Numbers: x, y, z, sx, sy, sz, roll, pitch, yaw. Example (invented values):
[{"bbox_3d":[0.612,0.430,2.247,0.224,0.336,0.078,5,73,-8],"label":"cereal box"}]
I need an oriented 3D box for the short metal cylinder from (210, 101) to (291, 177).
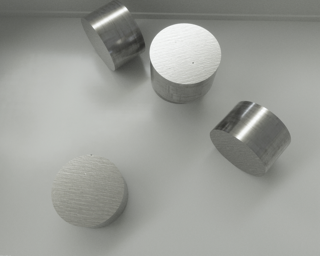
[{"bbox_3d":[0.108,0.013,0.377,0.080,0.080,0.050,41,75,13],"label":"short metal cylinder"}]

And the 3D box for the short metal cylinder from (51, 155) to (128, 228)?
[{"bbox_3d":[-0.080,0.077,0.367,0.081,0.050,0.080,0,70,0],"label":"short metal cylinder"}]

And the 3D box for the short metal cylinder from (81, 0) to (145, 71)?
[{"bbox_3d":[-0.064,-0.126,0.426,0.050,0.080,0.080,-35,74,-12],"label":"short metal cylinder"}]

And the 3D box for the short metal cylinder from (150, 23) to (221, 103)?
[{"bbox_3d":[0.029,-0.077,0.372,0.081,0.050,0.080,0,70,0],"label":"short metal cylinder"}]

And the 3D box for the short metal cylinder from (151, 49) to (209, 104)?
[{"bbox_3d":[0.027,-0.080,0.426,0.081,0.050,0.080,0,70,-1],"label":"short metal cylinder"}]
